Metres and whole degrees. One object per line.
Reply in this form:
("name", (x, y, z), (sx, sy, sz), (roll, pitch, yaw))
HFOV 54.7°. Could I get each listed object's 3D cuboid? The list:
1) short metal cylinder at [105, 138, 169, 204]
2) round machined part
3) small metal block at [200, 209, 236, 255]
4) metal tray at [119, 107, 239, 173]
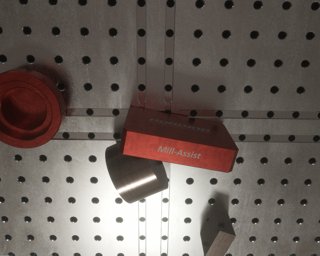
("short metal cylinder", (-0.029, 0.051, 0.403), (0.050, 0.080, 0.080), (-24, 109, 8))
("round machined part", (-0.168, -0.027, 0.392), (0.099, 0.042, 0.097), (0, 110, -1))
("small metal block", (0.085, 0.159, 0.460), (0.025, 0.050, 0.050), (21, 109, -8))
("metal tray", (0.021, 0.011, 0.383), (0.131, 0.090, 0.030), (10, 110, -4))
